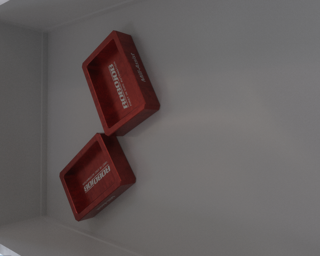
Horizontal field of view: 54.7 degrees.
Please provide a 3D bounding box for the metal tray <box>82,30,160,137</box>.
[{"bbox_3d":[-0.061,-0.063,0.454,0.090,0.030,0.130,-35,69,34],"label":"metal tray"}]

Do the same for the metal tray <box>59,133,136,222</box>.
[{"bbox_3d":[-0.103,0.078,0.488,0.129,0.030,0.090,-43,64,31],"label":"metal tray"}]
